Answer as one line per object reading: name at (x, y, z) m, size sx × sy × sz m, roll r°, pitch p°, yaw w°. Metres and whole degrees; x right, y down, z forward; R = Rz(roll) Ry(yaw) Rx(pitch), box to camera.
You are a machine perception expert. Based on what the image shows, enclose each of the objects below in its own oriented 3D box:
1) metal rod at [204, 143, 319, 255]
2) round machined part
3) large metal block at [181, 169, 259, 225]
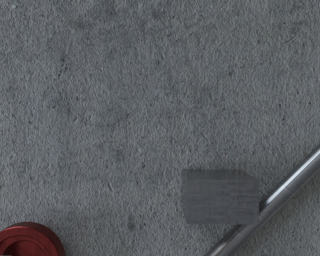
metal rod at (0.121, 0.128, 0.411) m, size 0.300 × 0.025 × 0.025 m, roll -44°, pitch 91°, yaw -1°
round machined part at (-0.171, 0.169, 0.399) m, size 0.099 × 0.042 × 0.097 m, roll 0°, pitch 90°, yaw -1°
large metal block at (0.070, 0.082, 0.384) m, size 0.081 × 0.080 × 0.050 m, roll 1°, pitch 90°, yaw -1°
